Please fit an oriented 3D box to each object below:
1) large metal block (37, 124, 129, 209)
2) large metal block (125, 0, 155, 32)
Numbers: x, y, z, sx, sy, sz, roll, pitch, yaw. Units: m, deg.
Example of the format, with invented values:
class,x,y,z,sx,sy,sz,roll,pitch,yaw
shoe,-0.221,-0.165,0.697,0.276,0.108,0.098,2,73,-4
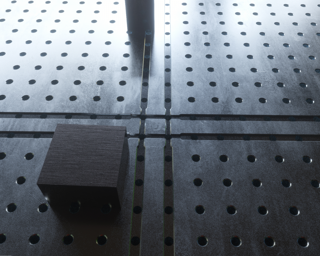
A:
class,x,y,z,sx,sy,sz,roll,pitch,yaw
large metal block,-0.082,0.043,0.354,0.081,0.050,0.080,2,50,1
large metal block,-0.038,-0.235,0.569,0.050,0.080,0.080,-3,50,-3
